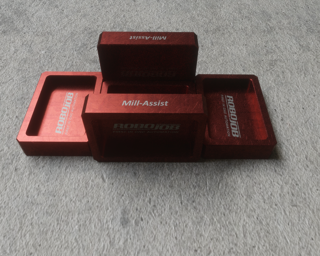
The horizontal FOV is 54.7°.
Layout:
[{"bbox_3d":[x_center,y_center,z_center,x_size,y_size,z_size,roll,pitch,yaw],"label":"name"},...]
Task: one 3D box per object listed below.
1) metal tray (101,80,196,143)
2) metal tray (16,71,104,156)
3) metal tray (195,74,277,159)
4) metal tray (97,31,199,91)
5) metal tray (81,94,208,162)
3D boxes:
[{"bbox_3d":[-0.016,-0.024,0.421,0.131,0.030,0.090,1,50,0],"label":"metal tray"},{"bbox_3d":[-0.126,-0.023,0.419,0.091,0.030,0.130,1,50,0],"label":"metal tray"},{"bbox_3d":[0.095,-0.019,0.419,0.091,0.030,0.130,1,50,0],"label":"metal tray"},{"bbox_3d":[-0.016,-0.089,0.437,0.131,0.089,0.030,0,50,-1],"label":"metal tray"},{"bbox_3d":[-0.016,0.002,0.358,0.131,0.089,0.030,0,50,0],"label":"metal tray"}]
